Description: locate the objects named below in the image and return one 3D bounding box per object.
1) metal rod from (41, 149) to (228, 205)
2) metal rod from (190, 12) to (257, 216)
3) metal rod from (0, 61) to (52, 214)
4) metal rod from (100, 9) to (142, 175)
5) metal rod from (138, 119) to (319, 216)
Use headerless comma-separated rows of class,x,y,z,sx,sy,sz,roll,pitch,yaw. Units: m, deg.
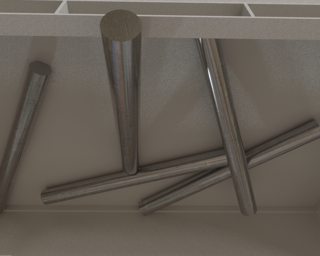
metal rod,-0.042,0.076,0.472,0.301,0.025,0.025,-14,129,11
metal rod,0.089,0.006,0.392,0.025,0.025,0.299,-14,122,11
metal rod,-0.205,0.033,0.435,0.025,0.025,0.298,22,127,-18
metal rod,-0.034,-0.002,0.323,0.025,0.025,0.299,3,156,-3
metal rod,0.092,0.068,0.467,0.300,0.025,0.025,-30,124,23
